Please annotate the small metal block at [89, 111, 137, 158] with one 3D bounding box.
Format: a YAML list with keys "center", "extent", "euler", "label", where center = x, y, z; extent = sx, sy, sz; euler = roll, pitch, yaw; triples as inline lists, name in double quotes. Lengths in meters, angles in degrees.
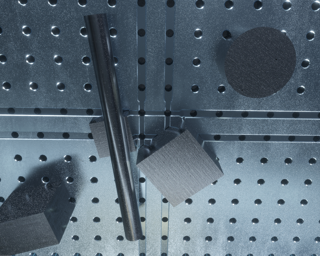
- center: [-0.062, 0.009, 0.416]
  extent: [0.050, 0.025, 0.050]
  euler: [-11, 110, 3]
  label: "small metal block"

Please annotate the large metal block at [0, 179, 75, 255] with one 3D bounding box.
- center: [-0.174, 0.122, 0.427]
  extent: [0.080, 0.080, 0.050]
  euler: [-15, 110, 5]
  label: "large metal block"

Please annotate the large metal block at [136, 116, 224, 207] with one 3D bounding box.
- center: [0.026, 0.045, 0.417]
  extent: [0.080, 0.050, 0.080]
  euler: [-36, 107, 12]
  label: "large metal block"

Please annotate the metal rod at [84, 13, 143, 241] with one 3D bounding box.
- center: [-0.054, 0.014, 0.391]
  extent: [0.025, 0.025, 0.298]
  euler: [-6, 110, 2]
  label: "metal rod"

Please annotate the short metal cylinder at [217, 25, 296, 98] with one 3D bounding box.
- center: [0.113, -0.081, 0.372]
  extent: [0.081, 0.050, 0.079]
  euler: [0, 110, -1]
  label: "short metal cylinder"
